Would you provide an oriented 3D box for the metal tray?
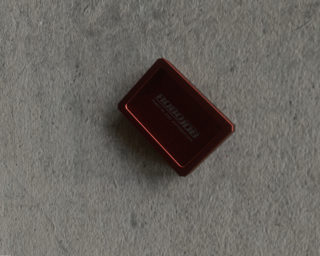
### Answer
[{"bbox_3d":[0.019,-0.014,0.398,0.090,0.030,0.130,-47,76,13],"label":"metal tray"}]
